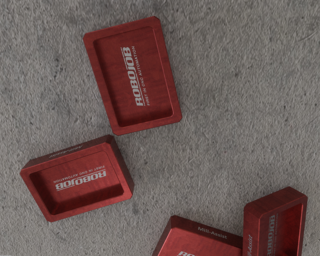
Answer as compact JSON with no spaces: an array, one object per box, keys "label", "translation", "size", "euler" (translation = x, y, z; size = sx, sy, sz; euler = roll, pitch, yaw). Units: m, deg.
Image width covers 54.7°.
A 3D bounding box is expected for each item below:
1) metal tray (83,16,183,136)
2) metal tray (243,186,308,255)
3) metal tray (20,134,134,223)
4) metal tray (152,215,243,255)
[{"label":"metal tray","translation":[-0.030,-0.062,0.383],"size":[0.090,0.030,0.129],"euler":[-13,110,4]},{"label":"metal tray","translation":[0.164,0.158,0.446],"size":[0.091,0.030,0.129],"euler":[-14,112,-24]},{"label":"metal tray","translation":[-0.112,0.071,0.432],"size":[0.131,0.030,0.090],"euler":[-18,109,6]},{"label":"metal tray","translation":[0.062,0.197,0.480],"size":[0.131,0.030,0.089],"euler":[20,109,-8]}]
